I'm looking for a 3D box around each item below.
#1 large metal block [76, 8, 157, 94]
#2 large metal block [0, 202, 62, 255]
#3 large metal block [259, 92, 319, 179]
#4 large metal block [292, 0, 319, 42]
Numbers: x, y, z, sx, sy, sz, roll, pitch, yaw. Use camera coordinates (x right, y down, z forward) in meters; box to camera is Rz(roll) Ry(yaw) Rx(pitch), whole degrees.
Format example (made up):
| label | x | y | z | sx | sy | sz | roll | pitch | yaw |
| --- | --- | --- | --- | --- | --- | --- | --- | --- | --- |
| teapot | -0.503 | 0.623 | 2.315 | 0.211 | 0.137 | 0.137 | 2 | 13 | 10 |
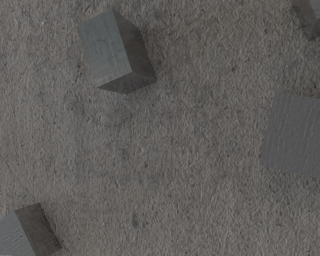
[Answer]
| label | x | y | z | sx | sy | sz | roll | pitch | yaw |
| --- | --- | --- | --- | --- | --- | --- | --- | --- | --- |
| large metal block | -0.052 | -0.093 | 0.398 | 0.050 | 0.080 | 0.080 | -20 | 83 | 19 |
| large metal block | -0.211 | 0.173 | 0.470 | 0.080 | 0.050 | 0.080 | -34 | 79 | 16 |
| large metal block | 0.159 | 0.008 | 0.339 | 0.080 | 0.050 | 0.079 | 12 | 94 | 19 |
| large metal block | 0.186 | -0.138 | 0.314 | 0.080 | 0.080 | 0.050 | -22 | 83 | 19 |
